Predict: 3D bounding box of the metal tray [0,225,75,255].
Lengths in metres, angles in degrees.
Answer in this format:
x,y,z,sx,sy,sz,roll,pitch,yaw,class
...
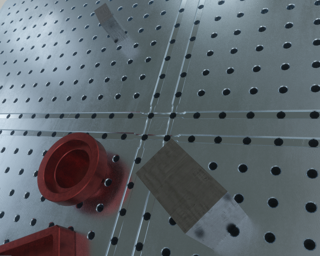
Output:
x,y,z,sx,sy,sz,roll,pitch,yaw,class
-0.167,0.183,0.380,0.130,0.030,0.090,-23,53,14,metal tray

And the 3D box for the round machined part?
x,y,z,sx,sy,sz,roll,pitch,yaw,class
-0.113,0.058,0.421,0.098,0.042,0.098,-13,56,21,round machined part

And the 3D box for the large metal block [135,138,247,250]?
x,y,z,sx,sy,sz,roll,pitch,yaw,class
0.033,0.068,0.314,0.050,0.080,0.080,-45,51,-2,large metal block

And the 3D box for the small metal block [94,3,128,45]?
x,y,z,sx,sy,sz,roll,pitch,yaw,class
-0.087,-0.186,0.552,0.025,0.050,0.050,-33,52,7,small metal block
